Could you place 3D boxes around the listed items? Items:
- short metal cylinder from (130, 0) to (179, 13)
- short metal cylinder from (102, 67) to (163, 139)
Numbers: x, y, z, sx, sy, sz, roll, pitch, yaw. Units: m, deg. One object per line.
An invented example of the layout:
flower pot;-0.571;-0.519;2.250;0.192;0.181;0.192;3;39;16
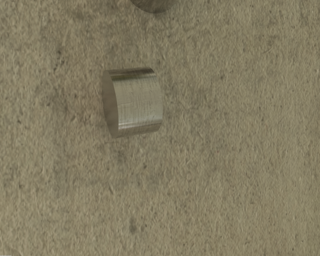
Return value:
short metal cylinder;-0.002;-0.195;0.395;0.081;0.050;0.079;0;90;-21
short metal cylinder;-0.035;-0.031;0.368;0.050;0.080;0.079;-9;93;-20
